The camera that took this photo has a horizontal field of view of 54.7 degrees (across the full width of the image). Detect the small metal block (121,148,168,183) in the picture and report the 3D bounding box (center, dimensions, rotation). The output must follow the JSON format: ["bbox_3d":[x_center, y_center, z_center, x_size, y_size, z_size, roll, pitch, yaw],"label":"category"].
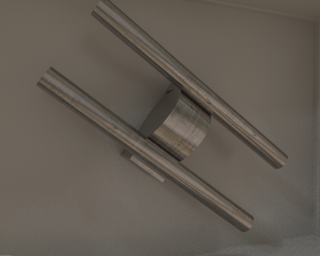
[{"bbox_3d":[-0.017,0.040,0.390,0.050,0.050,0.025,38,78,-16],"label":"small metal block"}]

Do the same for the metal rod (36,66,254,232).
[{"bbox_3d":[-0.003,0.035,0.357,0.301,0.025,0.025,37,78,-16],"label":"metal rod"}]

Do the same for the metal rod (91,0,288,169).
[{"bbox_3d":[0.048,-0.043,0.375,0.301,0.025,0.025,38,78,-17],"label":"metal rod"}]

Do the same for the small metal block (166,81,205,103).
[{"bbox_3d":[0.042,-0.045,0.412,0.050,0.050,0.025,38,78,-16],"label":"small metal block"}]

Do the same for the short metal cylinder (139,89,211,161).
[{"bbox_3d":[0.017,-0.003,0.387,0.050,0.080,0.080,38,78,-17],"label":"short metal cylinder"}]
